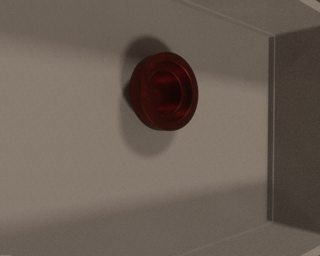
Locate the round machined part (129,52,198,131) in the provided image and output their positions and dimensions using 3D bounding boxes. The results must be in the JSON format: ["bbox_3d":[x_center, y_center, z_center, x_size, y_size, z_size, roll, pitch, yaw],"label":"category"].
[{"bbox_3d":[0.001,-0.045,0.398,0.099,0.042,0.097,0,90,-40],"label":"round machined part"}]
